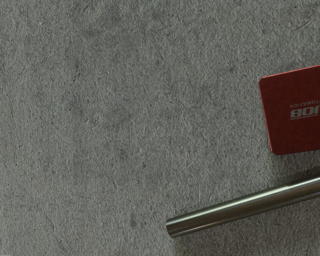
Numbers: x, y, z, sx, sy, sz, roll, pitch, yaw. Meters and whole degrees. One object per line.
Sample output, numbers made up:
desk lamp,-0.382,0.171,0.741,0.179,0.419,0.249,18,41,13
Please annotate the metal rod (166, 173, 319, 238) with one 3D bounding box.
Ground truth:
metal rod,0.146,0.077,0.357,0.300,0.025,0.025,-22,83,18

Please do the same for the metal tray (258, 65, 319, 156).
metal tray,0.184,-0.024,0.342,0.130,0.030,0.089,-11,87,19
